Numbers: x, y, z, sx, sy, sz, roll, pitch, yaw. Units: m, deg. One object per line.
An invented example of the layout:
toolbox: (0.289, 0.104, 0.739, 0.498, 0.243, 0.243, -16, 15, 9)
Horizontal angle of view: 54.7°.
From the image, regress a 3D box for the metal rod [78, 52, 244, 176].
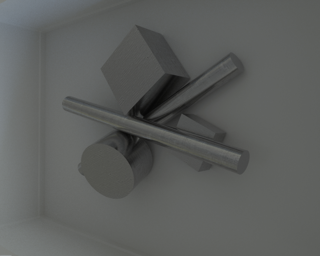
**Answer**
metal rod: (-0.020, -0.003, 0.418, 0.299, 0.025, 0.025, -34, 69, 34)

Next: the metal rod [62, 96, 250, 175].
metal rod: (-0.031, -0.002, 0.395, 0.300, 0.025, 0.025, 18, 101, 38)

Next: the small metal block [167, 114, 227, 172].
small metal block: (0.042, 0.016, 0.366, 0.050, 0.025, 0.050, 33, 110, 34)

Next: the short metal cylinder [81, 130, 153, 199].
short metal cylinder: (-0.057, 0.047, 0.415, 0.080, 0.050, 0.079, 11, 116, 23)

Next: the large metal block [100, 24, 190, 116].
large metal block: (-0.021, -0.071, 0.403, 0.080, 0.050, 0.080, -43, 64, 31)
